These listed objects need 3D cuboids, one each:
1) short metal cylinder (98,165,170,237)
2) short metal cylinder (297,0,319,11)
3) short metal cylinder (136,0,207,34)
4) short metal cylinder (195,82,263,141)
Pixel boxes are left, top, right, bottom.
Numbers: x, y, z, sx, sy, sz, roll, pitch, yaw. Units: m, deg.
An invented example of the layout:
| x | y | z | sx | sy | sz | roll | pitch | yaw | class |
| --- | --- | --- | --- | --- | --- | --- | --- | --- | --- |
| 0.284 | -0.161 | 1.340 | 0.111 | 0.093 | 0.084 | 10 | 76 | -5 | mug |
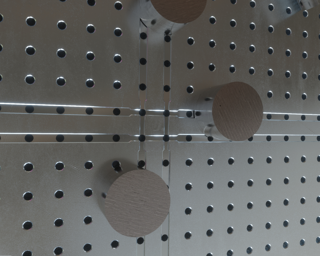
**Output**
| x | y | z | sx | sy | sz | roll | pitch | yaw | class |
| --- | --- | --- | --- | --- | --- | --- | --- | --- | --- |
| -0.034 | 0.089 | 0.388 | 0.081 | 0.050 | 0.079 | 0 | 90 | -21 | short metal cylinder |
| 0.248 | -0.225 | 0.477 | 0.080 | 0.080 | 0.050 | -35 | 102 | -17 | short metal cylinder |
| 0.014 | -0.169 | 0.405 | 0.081 | 0.050 | 0.079 | 0 | 90 | -21 | short metal cylinder |
| 0.096 | -0.022 | 0.436 | 0.081 | 0.050 | 0.079 | 0 | 90 | -21 | short metal cylinder |
